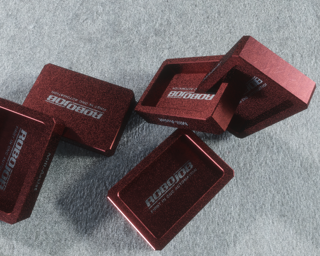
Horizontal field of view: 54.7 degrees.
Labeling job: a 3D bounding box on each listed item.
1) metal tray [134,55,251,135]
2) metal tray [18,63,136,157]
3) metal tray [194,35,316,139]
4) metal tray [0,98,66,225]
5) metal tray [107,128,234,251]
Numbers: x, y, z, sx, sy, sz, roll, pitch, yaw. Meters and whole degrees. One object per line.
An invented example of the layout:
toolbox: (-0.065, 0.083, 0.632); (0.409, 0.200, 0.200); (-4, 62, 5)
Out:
metal tray: (0.037, -0.044, 0.379); (0.130, 0.030, 0.090); (10, 63, 48)
metal tray: (-0.109, -0.025, 0.413); (0.131, 0.030, 0.090); (19, 71, 6)
metal tray: (0.096, -0.038, 0.356); (0.090, 0.130, 0.030); (34, 67, -5)
metal tray: (-0.181, 0.036, 0.371); (0.090, 0.030, 0.129); (20, 87, 6)
metal tray: (0.014, 0.070, 0.379); (0.130, 0.030, 0.090); (-42, 76, -14)
